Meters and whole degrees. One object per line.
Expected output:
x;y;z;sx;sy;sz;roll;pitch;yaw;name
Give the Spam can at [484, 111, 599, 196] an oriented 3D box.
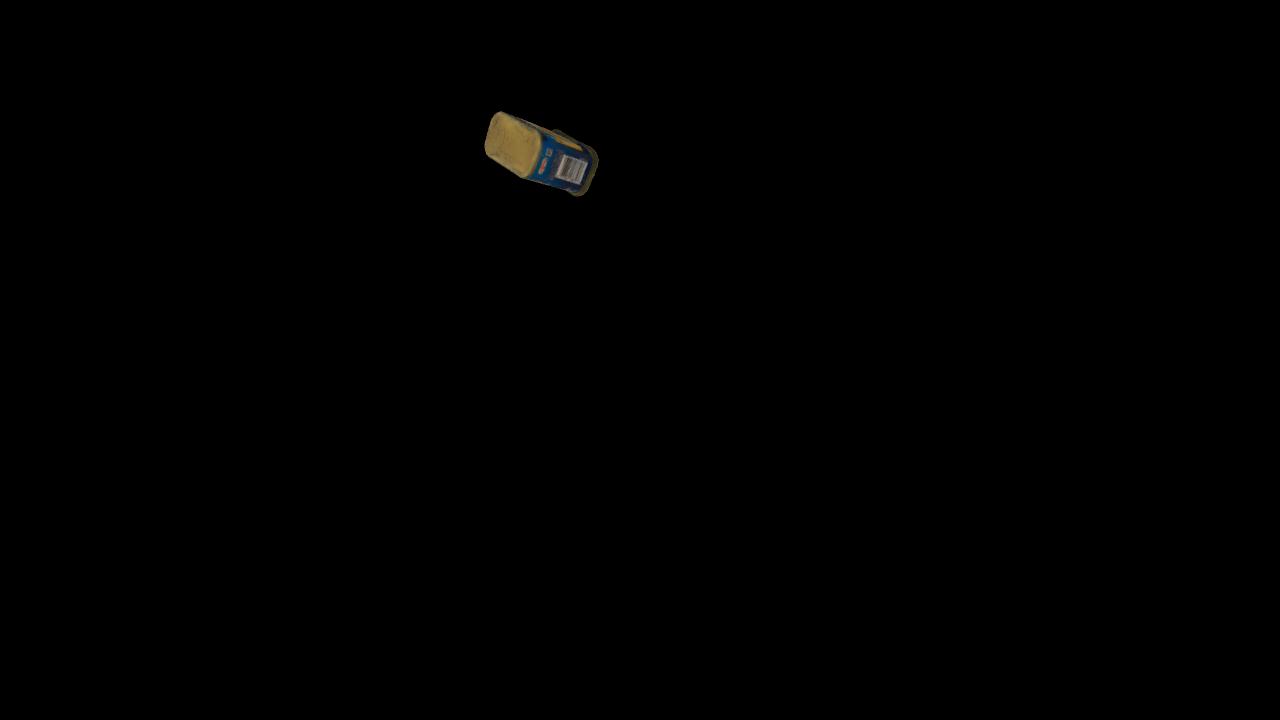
-0.113;-0.234;0.695;0.101;0.058;0.085;38;23;33;Spam can
